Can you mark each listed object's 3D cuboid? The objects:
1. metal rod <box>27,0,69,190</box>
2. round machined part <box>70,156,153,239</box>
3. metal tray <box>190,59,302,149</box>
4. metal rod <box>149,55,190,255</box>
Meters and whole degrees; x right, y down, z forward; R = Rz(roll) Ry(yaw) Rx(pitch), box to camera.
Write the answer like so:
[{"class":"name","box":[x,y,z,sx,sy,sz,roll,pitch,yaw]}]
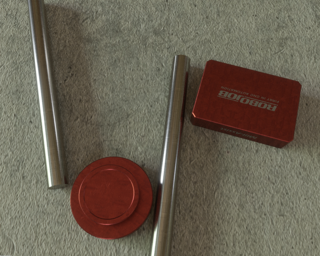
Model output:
[{"class":"metal rod","box":[-0.159,-0.065,0.429,0.025,0.025,0.299,-12,71,-5]},{"class":"round machined part","box":[-0.058,0.081,0.369,0.099,0.042,0.098,0,70,-1]},{"class":"metal tray","box":[0.115,-0.033,0.419,0.131,0.030,0.090,15,71,5]},{"class":"metal rod","box":[0.013,0.041,0.393,0.025,0.025,0.299,7,70,2]}]
